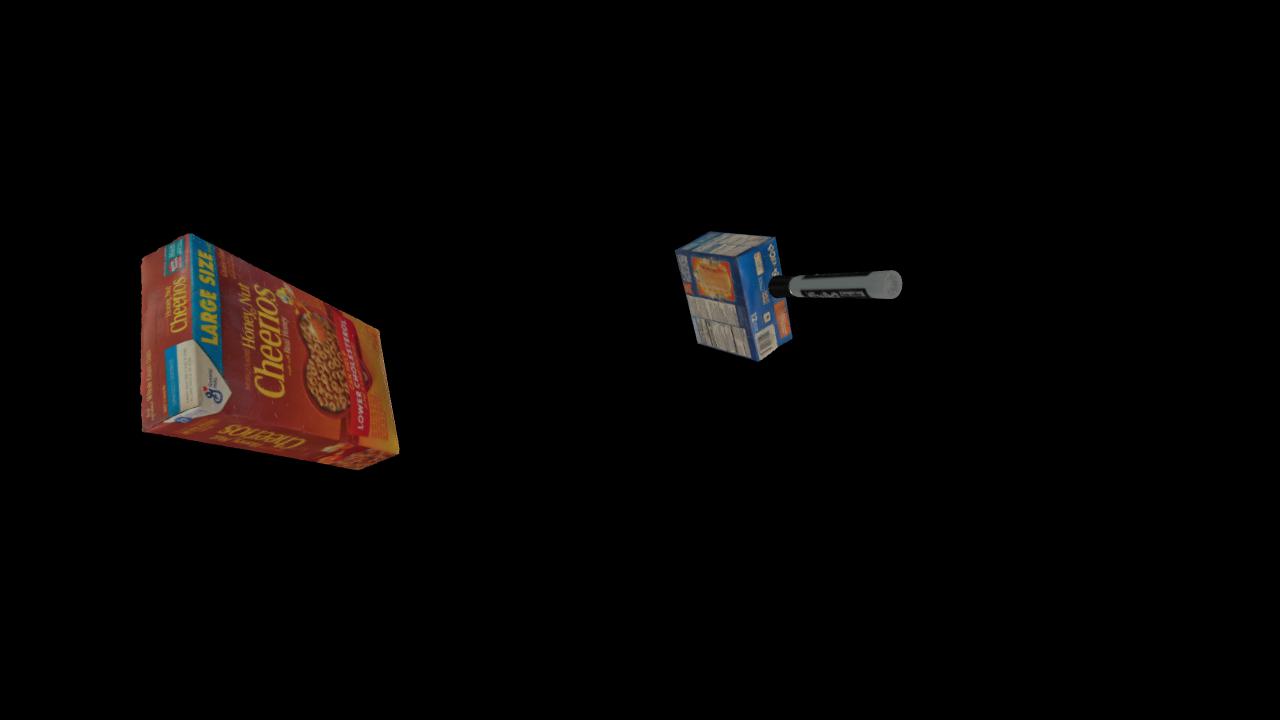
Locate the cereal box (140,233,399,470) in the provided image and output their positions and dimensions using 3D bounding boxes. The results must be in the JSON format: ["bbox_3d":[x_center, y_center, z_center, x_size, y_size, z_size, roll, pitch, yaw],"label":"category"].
[{"bbox_3d":[-0.427,0.010,0.743,0.081,0.203,0.306,-22,-22,8],"label":"cereal box"}]

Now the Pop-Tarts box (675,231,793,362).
[{"bbox_3d":[0.144,-0.101,0.941,0.083,0.167,0.141,-30,28,-27],"label":"Pop-Tarts box"}]

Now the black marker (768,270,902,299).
[{"bbox_3d":[0.137,-0.055,0.455,0.020,0.020,0.121,0,6,-28],"label":"black marker"}]
